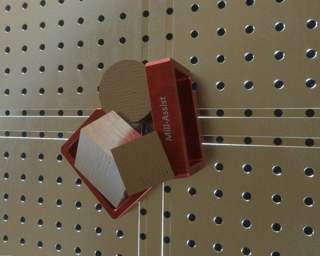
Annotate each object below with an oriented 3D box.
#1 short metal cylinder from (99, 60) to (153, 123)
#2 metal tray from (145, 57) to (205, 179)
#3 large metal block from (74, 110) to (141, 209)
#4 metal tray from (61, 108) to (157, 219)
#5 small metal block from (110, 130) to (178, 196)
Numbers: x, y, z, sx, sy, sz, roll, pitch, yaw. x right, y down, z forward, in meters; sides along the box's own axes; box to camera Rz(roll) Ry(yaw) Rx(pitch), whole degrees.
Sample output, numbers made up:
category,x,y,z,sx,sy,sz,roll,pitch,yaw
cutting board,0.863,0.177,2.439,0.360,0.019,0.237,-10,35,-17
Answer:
category,x,y,z,sx,sy,sz,roll,pitch,yaw
short metal cylinder,-0.033,-0.046,0.410,0.080,0.050,0.079,0,90,19
metal tray,0.021,-0.010,0.370,0.030,0.090,0.129,-10,87,19
large metal block,-0.056,0.040,0.385,0.080,0.050,0.079,41,138,14
metal tray,-0.067,0.048,0.431,0.090,0.030,0.130,-45,77,14
small metal block,-0.015,0.036,0.317,0.050,0.025,0.050,-23,83,7
